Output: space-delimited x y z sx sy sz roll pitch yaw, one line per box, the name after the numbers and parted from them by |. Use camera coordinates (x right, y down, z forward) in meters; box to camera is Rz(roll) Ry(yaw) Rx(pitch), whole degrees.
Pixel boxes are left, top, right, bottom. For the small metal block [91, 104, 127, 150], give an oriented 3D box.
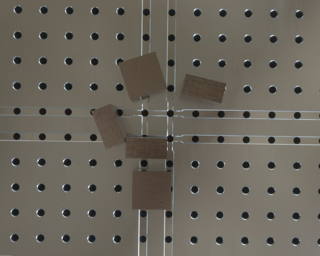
-0.063 -0.002 0.400 0.025 0.050 0.050 -21 90 0 | small metal block

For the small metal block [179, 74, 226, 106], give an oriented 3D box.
0.053 -0.048 0.401 0.050 0.050 0.025 13 90 0 | small metal block

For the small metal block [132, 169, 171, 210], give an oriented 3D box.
-0.011 0.081 0.413 0.050 0.025 0.050 1 90 0 | small metal block

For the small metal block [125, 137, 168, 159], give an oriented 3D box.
-0.016 0.025 0.401 0.050 0.050 0.025 2 90 0 | small metal block

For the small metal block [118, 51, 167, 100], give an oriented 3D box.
-0.022 -0.068 0.413 0.050 0.025 0.050 -18 90 0 | small metal block
